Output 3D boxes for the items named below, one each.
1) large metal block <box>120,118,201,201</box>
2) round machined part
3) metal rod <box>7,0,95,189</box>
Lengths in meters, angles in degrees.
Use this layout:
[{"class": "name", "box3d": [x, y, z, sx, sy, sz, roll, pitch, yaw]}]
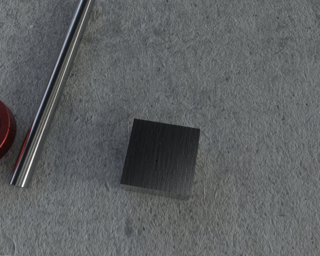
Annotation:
[{"class": "large metal block", "box3d": [0.002, 0.040, 0.380, 0.080, 0.050, 0.080, 9, 70, 3]}, {"class": "round machined part", "box3d": [-0.232, 0.007, 0.394, 0.099, 0.042, 0.098, 0, 70, -1]}, {"class": "metal rod", "box3d": [-0.143, -0.066, 0.430, 0.025, 0.025, 0.299, 11, 70, 4]}]
